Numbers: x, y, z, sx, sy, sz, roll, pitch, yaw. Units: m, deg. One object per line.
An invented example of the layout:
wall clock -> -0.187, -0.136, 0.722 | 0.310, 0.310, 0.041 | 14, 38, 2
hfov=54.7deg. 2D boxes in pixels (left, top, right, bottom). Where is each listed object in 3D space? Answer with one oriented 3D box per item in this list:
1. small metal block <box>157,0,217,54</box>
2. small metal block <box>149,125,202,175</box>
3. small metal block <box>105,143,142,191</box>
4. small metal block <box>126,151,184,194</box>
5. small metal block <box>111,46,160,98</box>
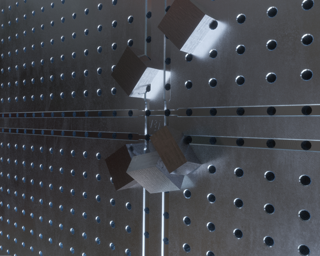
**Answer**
small metal block -> 0.032, -0.129, 0.381 | 0.050, 0.025, 0.050 | -52, 60, 27
small metal block -> 0.020, 0.028, 0.372 | 0.025, 0.050, 0.050 | -37, 67, 15
small metal block -> -0.047, 0.056, 0.446 | 0.050, 0.025, 0.050 | -36, 68, 34
small metal block -> -0.005, 0.057, 0.393 | 0.050, 0.050, 0.025 | -17, 38, 38
small metal block -> -0.036, -0.079, 0.437 | 0.050, 0.025, 0.050 | 50, 119, 28
